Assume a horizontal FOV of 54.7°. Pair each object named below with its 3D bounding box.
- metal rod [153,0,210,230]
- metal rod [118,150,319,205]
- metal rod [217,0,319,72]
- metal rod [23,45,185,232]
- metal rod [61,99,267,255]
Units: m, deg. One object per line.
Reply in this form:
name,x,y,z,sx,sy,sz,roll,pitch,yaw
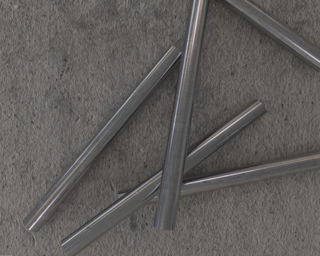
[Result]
metal rod,0.029,-0.030,0.382,0.025,0.025,0.299,10,79,0
metal rod,0.095,0.065,0.410,0.302,0.025,0.025,-11,90,0
metal rod,0.095,-0.171,0.410,0.301,0.025,0.025,35,90,0
metal rod,-0.073,0.014,0.409,0.025,0.025,0.300,40,90,0
metal rod,0.011,0.058,0.390,0.301,0.025,0.025,-35,90,-8
